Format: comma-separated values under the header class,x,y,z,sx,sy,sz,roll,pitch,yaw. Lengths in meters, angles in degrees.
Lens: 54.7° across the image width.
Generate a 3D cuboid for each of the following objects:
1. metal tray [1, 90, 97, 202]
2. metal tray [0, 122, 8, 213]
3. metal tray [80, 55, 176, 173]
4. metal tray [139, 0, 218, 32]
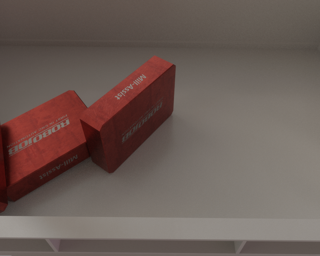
class,x,y,z,sx,sy,sz,roll,pitch,yaw
metal tray,-0.142,0.017,0.378,0.131,0.030,0.090,-32,57,-18
metal tray,-0.217,0.044,0.333,0.090,0.030,0.130,-27,59,5
metal tray,-0.032,-0.017,0.376,0.030,0.089,0.131,30,56,22
metal tray,0.037,-0.237,0.604,0.130,0.030,0.090,19,52,15
